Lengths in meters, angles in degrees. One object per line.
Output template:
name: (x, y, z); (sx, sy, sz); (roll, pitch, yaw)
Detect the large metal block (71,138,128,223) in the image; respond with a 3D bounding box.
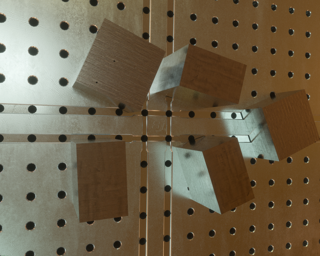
large metal block: (-0.072, 0.054, 0.357); (0.050, 0.080, 0.080); (-2, 91, -20)

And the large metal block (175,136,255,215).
large metal block: (0.070, 0.057, 0.409); (0.050, 0.080, 0.080); (-20, 97, -19)

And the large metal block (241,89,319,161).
large metal block: (0.180, -0.005, 0.465); (0.081, 0.050, 0.080); (-23, 98, -19)

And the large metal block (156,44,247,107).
large metal block: (0.050, -0.063, 0.402); (0.081, 0.080, 0.050); (15, 85, -20)

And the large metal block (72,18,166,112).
large metal block: (-0.051, -0.072, 0.380); (0.080, 0.050, 0.080); (25, 82, -18)
